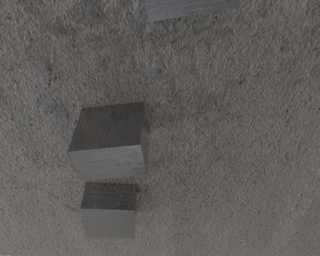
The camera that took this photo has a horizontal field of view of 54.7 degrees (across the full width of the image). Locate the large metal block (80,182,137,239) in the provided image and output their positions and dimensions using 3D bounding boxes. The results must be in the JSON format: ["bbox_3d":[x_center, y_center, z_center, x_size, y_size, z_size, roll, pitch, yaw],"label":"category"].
[{"bbox_3d":[-0.081,0.135,0.505,0.081,0.050,0.079,3,130,-3],"label":"large metal block"}]

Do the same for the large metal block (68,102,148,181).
[{"bbox_3d":[-0.058,0.015,0.383,0.080,0.080,0.050,-6,130,4],"label":"large metal block"}]

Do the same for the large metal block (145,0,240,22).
[{"bbox_3d":[0.023,-0.146,0.267,0.080,0.050,0.080,-7,130,6],"label":"large metal block"}]
